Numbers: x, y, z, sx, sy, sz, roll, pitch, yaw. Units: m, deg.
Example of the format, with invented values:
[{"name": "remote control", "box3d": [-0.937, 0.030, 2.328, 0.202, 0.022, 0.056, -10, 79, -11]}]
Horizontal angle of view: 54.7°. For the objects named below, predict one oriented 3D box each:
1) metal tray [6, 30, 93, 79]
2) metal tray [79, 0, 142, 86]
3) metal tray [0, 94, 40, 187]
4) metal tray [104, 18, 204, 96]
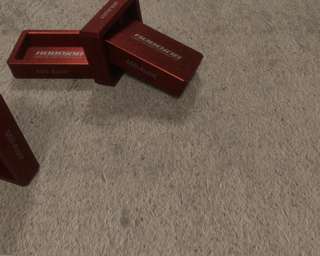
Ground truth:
[{"name": "metal tray", "box3d": [-0.163, -0.120, 0.498, 0.131, 0.030, 0.090, 0, 50, -1]}, {"name": "metal tray", "box3d": [-0.067, -0.139, 0.474, 0.030, 0.090, 0.130, 12, 51, 19]}, {"name": "metal tray", "box3d": [-0.191, 0.007, 0.327, 0.090, 0.129, 0.030, 15, 52, 12]}, {"name": "metal tray", "box3d": [-0.009, -0.108, 0.460, 0.130, 0.030, 0.090, 28, 43, 4]}]
